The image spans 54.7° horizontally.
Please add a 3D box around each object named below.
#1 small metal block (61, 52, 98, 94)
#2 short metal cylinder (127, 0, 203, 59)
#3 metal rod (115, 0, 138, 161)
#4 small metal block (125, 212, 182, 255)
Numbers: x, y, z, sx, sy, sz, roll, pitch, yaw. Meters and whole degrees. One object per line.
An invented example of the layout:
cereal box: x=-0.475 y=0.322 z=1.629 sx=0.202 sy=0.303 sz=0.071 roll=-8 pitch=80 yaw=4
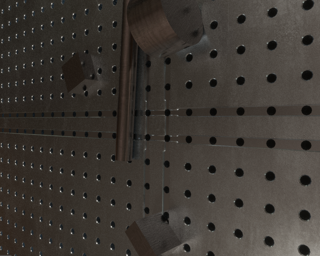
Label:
small metal block: x=-0.135 y=-0.091 z=0.518 sx=0.050 sy=0.025 sz=0.050 roll=-28 pitch=73 yaw=36
short metal cylinder: x=0.007 y=-0.128 z=0.366 sx=0.050 sy=0.081 sz=0.080 roll=-14 pitch=81 yaw=39
metal rod: x=-0.044 y=-0.102 z=0.443 sx=0.025 sy=0.025 sz=0.298 roll=5 pitch=93 yaw=39
small metal block: x=-0.008 y=0.141 z=0.398 sx=0.050 sy=0.050 sz=0.025 roll=52 pitch=120 yaw=27
